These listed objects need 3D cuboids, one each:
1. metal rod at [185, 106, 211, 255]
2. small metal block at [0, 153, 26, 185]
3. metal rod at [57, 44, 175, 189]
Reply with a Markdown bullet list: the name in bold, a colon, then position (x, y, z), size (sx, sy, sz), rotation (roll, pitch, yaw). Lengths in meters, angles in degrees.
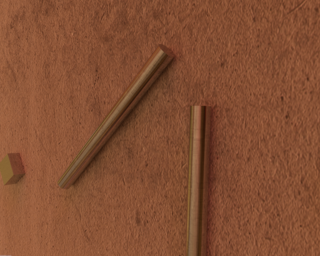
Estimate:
- **metal rod**: position (0.043, 0.123, 0.367), size (0.025, 0.025, 0.298), rotation (3, 92, 39)
- **small metal block**: position (-0.317, 0.088, 0.662), size (0.050, 0.025, 0.050), rotation (-39, 66, 32)
- **metal rod**: position (-0.079, -0.001, 0.467), size (0.299, 0.025, 0.025), rotation (-48, 62, 29)
